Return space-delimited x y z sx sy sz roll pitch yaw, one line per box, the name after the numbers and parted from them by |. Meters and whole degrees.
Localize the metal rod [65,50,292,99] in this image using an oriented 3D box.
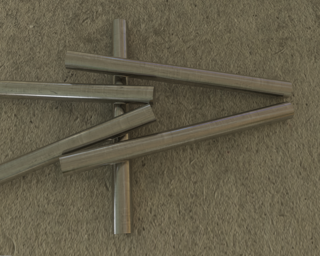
0.028 -0.071 0.418 0.302 0.025 0.025 7 70 -5 | metal rod

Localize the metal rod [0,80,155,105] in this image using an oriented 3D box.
-0.157 -0.049 0.410 0.302 0.025 0.025 3 70 6 | metal rod

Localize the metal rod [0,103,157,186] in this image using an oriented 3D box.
-0.148 0.038 0.379 0.302 0.025 0.025 -22 72 -3 | metal rod

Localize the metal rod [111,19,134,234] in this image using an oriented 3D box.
-0.052 -0.016 0.414 0.025 0.025 0.299 -3 70 -2 | metal rod

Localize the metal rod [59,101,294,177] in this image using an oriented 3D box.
0.031 0.010 0.389 0.302 0.025 0.025 -13 71 -12 | metal rod
